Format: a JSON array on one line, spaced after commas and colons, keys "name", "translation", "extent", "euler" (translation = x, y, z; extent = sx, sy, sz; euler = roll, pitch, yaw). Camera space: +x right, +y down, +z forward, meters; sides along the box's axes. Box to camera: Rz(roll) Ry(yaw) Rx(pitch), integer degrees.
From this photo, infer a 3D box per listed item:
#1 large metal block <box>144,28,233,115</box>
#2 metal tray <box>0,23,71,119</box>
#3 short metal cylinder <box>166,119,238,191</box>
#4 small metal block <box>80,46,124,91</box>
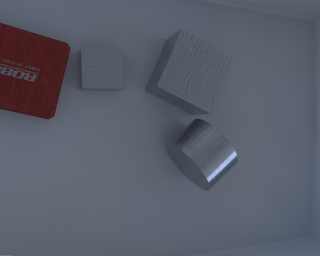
[{"name": "large metal block", "translation": [0.038, -0.071, 0.412], "extent": [0.080, 0.050, 0.080], "euler": [25, 82, -19]}, {"name": "metal tray", "translation": [-0.176, -0.067, 0.343], "extent": [0.131, 0.030, 0.090], "euler": [13, 86, -20]}, {"name": "short metal cylinder", "translation": [0.053, 0.035, 0.402], "extent": [0.050, 0.080, 0.080], "euler": [-41, 103, -16]}, {"name": "small metal block", "translation": [-0.073, -0.073, 0.384], "extent": [0.050, 0.025, 0.050], "euler": [-2, 91, -20]}]
